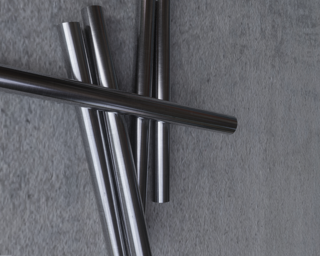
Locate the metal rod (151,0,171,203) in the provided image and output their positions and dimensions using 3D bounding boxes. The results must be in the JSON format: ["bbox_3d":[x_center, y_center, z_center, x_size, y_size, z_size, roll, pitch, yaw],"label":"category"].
[{"bbox_3d":[0.002,-0.054,0.407,0.025,0.025,0.298,0,90,-40],"label":"metal rod"}]

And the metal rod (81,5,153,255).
[{"bbox_3d":[-0.047,0.015,0.350,0.025,0.025,0.298,-13,94,-40],"label":"metal rod"}]

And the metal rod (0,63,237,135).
[{"bbox_3d":[-0.044,-0.027,0.324,0.302,0.025,0.025,10,83,-26],"label":"metal rod"}]

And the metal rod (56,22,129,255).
[{"bbox_3d":[-0.069,0.036,0.348,0.025,0.025,0.298,-18,101,-39],"label":"metal rod"}]

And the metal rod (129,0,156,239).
[{"bbox_3d":[-0.024,-0.016,0.386,0.025,0.025,0.298,4,87,-40],"label":"metal rod"}]
